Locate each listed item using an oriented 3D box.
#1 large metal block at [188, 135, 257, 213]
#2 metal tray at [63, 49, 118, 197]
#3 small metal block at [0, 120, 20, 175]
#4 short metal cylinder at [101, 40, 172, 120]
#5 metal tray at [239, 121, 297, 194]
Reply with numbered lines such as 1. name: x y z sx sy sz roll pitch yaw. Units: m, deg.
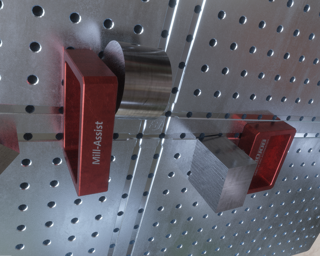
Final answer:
1. large metal block: 0.091 0.067 0.469 0.050 0.080 0.079 -6 121 -26
2. metal tray: -0.078 -0.007 0.323 0.030 0.090 0.129 -5 121 -26
3. small metal block: -0.173 0.025 0.317 0.050 0.050 0.025 -47 130 4
4. short metal cylinder: -0.030 -0.049 0.330 0.050 0.080 0.079 1 118 -29
5. metal tray: 0.174 0.053 0.538 0.091 0.030 0.129 -4 121 -27
